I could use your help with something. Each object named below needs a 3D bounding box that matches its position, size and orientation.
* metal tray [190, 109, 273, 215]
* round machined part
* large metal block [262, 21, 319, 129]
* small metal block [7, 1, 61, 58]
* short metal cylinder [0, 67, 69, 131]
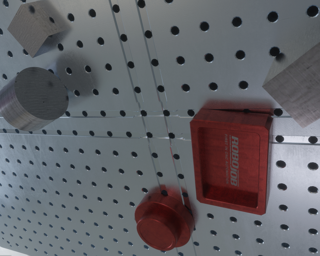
[{"bbox_3d":[0.089,0.043,0.387,0.090,0.030,0.129,6,121,25],"label":"metal tray"},{"bbox_3d":[0.002,0.157,0.496,0.098,0.042,0.097,13,124,21],"label":"round machined part"},{"bbox_3d":[0.142,-0.057,0.265,0.050,0.080,0.080,45,129,-3],"label":"large metal block"},{"bbox_3d":[-0.171,-0.132,0.419,0.050,0.025,0.050,-33,100,38],"label":"small metal block"},{"bbox_3d":[-0.181,-0.041,0.446,0.050,0.080,0.080,-24,106,36],"label":"short metal cylinder"}]
